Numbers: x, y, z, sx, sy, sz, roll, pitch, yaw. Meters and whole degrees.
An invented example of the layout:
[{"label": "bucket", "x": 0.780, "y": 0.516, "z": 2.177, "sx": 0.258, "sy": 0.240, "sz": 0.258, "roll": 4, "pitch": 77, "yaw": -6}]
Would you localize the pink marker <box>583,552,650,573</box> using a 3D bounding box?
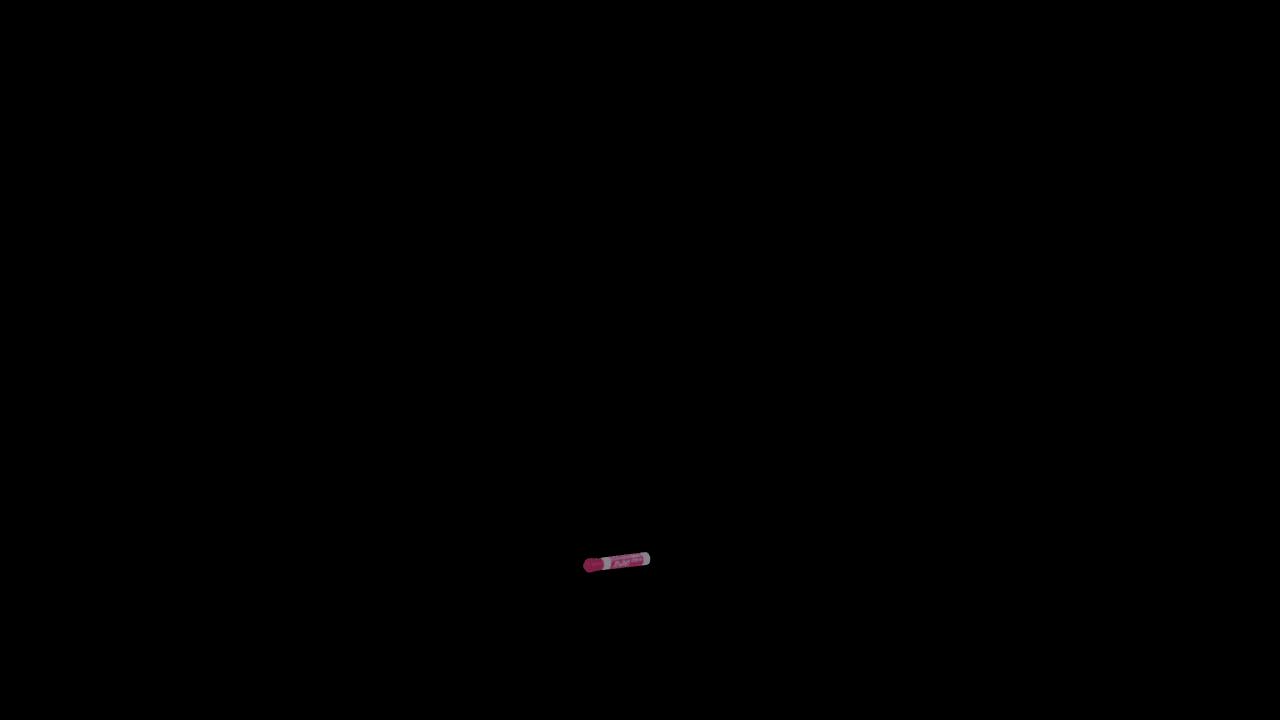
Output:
[{"label": "pink marker", "x": -0.033, "y": 0.294, "z": 0.894, "sx": 0.121, "sy": 0.020, "sz": 0.020, "roll": 11, "pitch": -7, "yaw": -44}]
